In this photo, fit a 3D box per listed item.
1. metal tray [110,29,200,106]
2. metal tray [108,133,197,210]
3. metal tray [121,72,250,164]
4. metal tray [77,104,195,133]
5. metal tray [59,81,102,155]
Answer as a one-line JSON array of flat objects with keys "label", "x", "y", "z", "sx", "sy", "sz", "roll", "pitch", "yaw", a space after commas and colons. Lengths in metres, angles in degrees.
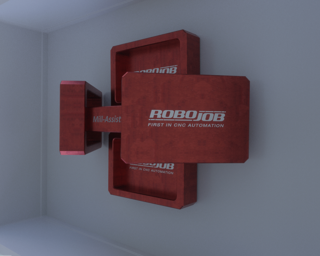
[{"label": "metal tray", "x": -0.010, "y": -0.071, "z": 0.410, "sx": 0.130, "sy": 0.030, "sz": 0.089, "roll": 0, "pitch": 91, "yaw": 39}, {"label": "metal tray", "x": -0.014, "y": 0.050, "z": 0.411, "sx": 0.130, "sy": 0.030, "sz": 0.089, "roll": 1, "pitch": 90, "yaw": 39}, {"label": "metal tray", "x": 0.026, "y": -0.009, "z": 0.324, "sx": 0.030, "sy": 0.131, "sz": 0.089, "roll": -177, "pitch": 87, "yaw": -82}, {"label": "metal tray", "x": -0.033, "y": -0.010, "z": 0.390, "sx": 0.130, "sy": 0.091, "sz": 0.030, "roll": 1, "pitch": 91, "yaw": 39}, {"label": "metal tray", "x": -0.106, "y": -0.013, "z": 0.433, "sx": 0.030, "sy": 0.130, "sz": 0.089, "roll": 1, "pitch": 90, "yaw": -2}]
